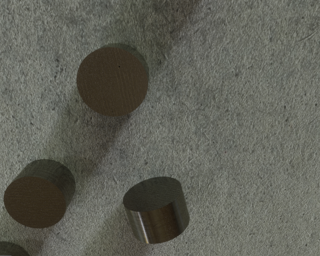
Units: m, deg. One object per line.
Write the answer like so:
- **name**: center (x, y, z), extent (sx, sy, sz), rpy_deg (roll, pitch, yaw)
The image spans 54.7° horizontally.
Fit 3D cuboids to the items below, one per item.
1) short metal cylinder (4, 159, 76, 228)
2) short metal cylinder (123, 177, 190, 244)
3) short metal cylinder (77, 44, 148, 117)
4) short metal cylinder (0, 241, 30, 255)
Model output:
- **short metal cylinder**: center (-0.163, 0.090, 0.428), extent (0.081, 0.050, 0.079), rpy_deg (0, 110, 0)
- **short metal cylinder**: center (-0.004, 0.109, 0.420), extent (0.080, 0.080, 0.050), rpy_deg (-13, 110, 5)
- **short metal cylinder**: center (-0.054, -0.059, 0.374), extent (0.081, 0.050, 0.079), rpy_deg (0, 110, 0)
- **short metal cylinder**: center (-0.247, 0.224, 0.477), extent (0.081, 0.050, 0.079), rpy_deg (0, 110, 0)
